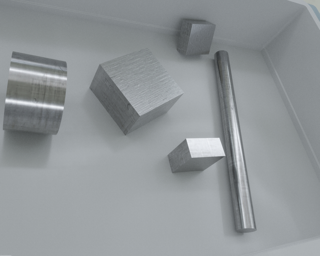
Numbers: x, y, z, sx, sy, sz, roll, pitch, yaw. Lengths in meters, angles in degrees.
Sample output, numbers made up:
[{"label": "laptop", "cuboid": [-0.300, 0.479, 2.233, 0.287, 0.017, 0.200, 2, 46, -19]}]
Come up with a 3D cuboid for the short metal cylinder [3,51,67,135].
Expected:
[{"label": "short metal cylinder", "cuboid": [-0.130, -0.035, 0.322, 0.050, 0.080, 0.080, 7, 59, -25]}]

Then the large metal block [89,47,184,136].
[{"label": "large metal block", "cuboid": [-0.030, -0.049, 0.405, 0.081, 0.050, 0.080, -31, 79, -38]}]

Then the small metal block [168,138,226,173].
[{"label": "small metal block", "cuboid": [0.045, 0.035, 0.394, 0.050, 0.050, 0.025, 0, 62, -29]}]

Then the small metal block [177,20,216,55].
[{"label": "small metal block", "cuboid": [0.060, -0.149, 0.511, 0.050, 0.050, 0.025, -10, 36, -33]}]

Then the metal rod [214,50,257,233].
[{"label": "metal rod", "cuboid": [0.108, 0.000, 0.465, 0.025, 0.025, 0.299, 14, 56, -21]}]
